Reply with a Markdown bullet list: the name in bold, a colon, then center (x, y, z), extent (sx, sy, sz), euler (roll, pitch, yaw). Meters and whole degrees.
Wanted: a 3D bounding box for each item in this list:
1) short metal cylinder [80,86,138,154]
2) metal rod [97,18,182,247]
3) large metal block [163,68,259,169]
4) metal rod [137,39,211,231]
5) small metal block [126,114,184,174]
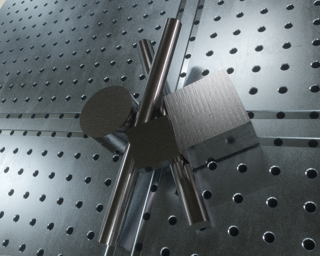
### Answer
- **short metal cylinder**: center (-0.062, -0.011, 0.427), extent (0.080, 0.050, 0.080), euler (-13, 57, 20)
- **metal rod**: center (-0.021, -0.007, 0.393), extent (0.025, 0.025, 0.299), euler (7, 73, 31)
- **large metal block**: center (0.058, -0.011, 0.363), extent (0.080, 0.050, 0.080), euler (-24, 53, 13)
- **metal rod**: center (0.008, -0.015, 0.409), extent (0.025, 0.025, 0.299), euler (-25, 53, 13)
- **small metal block**: center (-0.006, 0.019, 0.354), extent (0.050, 0.025, 0.050), euler (-20, 69, 6)
